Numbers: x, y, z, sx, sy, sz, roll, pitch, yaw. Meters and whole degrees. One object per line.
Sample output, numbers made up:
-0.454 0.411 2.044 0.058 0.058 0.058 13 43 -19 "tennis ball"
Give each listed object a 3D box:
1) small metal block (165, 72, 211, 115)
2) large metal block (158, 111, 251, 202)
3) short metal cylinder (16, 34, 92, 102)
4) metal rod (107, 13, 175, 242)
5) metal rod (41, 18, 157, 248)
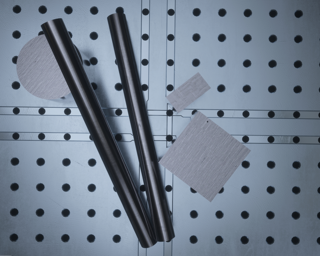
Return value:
0.035 -0.043 0.401 0.050 0.050 0.025 -38 90 0 "small metal block"
0.054 0.035 0.401 0.080 0.050 0.080 38 90 0 "large metal block"
-0.133 -0.074 0.400 0.081 0.050 0.079 0 90 0 "short metal cylinder"
-0.025 -0.002 0.407 0.025 0.025 0.298 -13 88 0 "metal rod"
-0.067 0.017 0.380 0.025 0.025 0.299 -22 103 0 "metal rod"
